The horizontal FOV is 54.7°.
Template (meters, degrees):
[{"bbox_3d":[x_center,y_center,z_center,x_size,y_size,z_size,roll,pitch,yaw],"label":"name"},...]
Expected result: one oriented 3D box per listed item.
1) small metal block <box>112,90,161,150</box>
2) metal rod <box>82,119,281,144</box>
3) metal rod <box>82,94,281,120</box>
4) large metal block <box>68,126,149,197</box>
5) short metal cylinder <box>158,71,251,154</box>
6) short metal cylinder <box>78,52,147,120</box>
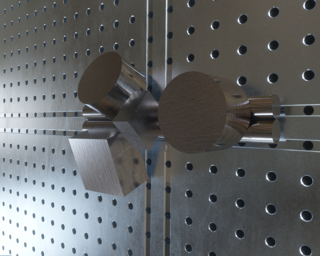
[{"bbox_3d":[-0.022,-0.009,0.370,0.025,0.050,0.050,1,49,40],"label":"small metal block"},{"bbox_3d":[0.001,0.002,0.404,0.300,0.025,0.025,1,91,40],"label":"metal rod"},{"bbox_3d":[0.001,-0.023,0.404,0.300,0.025,0.025,1,91,40],"label":"metal rod"},{"bbox_3d":[-0.071,0.043,0.429,0.080,0.050,0.080,-1,110,40],"label":"large metal block"},{"bbox_3d":[0.045,-0.015,0.319,0.080,0.050,0.079,0,90,40],"label":"short metal cylinder"},{"bbox_3d":[-0.066,-0.056,0.424,0.080,0.050,0.080,-19,55,30],"label":"short metal cylinder"}]
